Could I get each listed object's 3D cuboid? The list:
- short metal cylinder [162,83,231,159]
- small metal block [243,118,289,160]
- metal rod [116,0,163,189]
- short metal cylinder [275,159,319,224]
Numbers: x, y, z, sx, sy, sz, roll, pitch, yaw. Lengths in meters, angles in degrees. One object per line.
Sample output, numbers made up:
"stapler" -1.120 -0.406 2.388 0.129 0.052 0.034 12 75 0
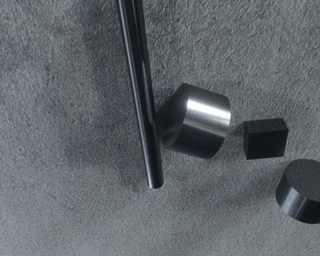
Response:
"short metal cylinder" 0.040 -0.007 0.365 0.050 0.080 0.079 16 128 -14
"small metal block" 0.143 0.015 0.423 0.050 0.025 0.050 -6 130 4
"metal rod" -0.019 -0.029 0.382 0.025 0.025 0.298 -4 130 3
"short metal cylinder" 0.217 0.091 0.452 0.081 0.080 0.050 2 130 -2
